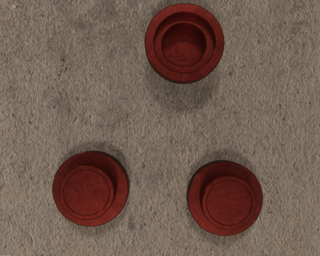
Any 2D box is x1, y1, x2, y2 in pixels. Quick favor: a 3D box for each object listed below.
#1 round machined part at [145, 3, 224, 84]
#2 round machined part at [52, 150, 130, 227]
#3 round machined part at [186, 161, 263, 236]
[{"bbox_3d":[0.030,-0.105,0.402,0.099,0.042,0.097,0,90,-1],"label":"round machined part"},{"bbox_3d":[-0.090,0.079,0.400,0.099,0.042,0.097,0,90,-1],"label":"round machined part"},{"bbox_3d":[0.086,0.093,0.403,0.099,0.042,0.097,0,90,-1],"label":"round machined part"}]
